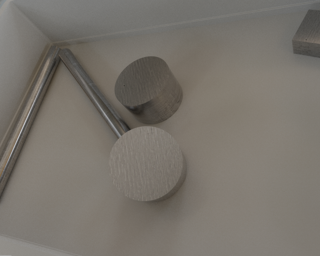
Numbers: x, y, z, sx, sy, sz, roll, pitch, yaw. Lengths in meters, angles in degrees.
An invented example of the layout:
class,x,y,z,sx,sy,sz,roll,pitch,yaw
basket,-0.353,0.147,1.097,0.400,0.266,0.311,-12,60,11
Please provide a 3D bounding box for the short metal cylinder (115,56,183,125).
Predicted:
class,x,y,z,sx,sy,sz,roll,pitch,yaw
short metal cylinder,-0.015,-0.052,0.428,0.080,0.050,0.080,-13,56,20

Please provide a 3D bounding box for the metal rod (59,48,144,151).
class,x,y,z,sx,sy,sz,roll,pitch,yaw
metal rod,-0.100,-0.049,0.486,0.025,0.025,0.300,-41,51,0

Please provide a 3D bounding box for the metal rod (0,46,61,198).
class,x,y,z,sx,sy,sz,roll,pitch,yaw
metal rod,-0.230,-0.020,0.535,0.025,0.025,0.300,-1,61,27

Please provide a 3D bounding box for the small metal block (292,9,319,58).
class,x,y,z,sx,sy,sz,roll,pitch,yaw
small metal block,0.195,-0.113,0.372,0.050,0.025,0.050,22,73,35

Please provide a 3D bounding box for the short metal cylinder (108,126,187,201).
class,x,y,z,sx,sy,sz,roll,pitch,yaw
short metal cylinder,-0.012,0.043,0.352,0.080,0.050,0.080,-2,75,9
